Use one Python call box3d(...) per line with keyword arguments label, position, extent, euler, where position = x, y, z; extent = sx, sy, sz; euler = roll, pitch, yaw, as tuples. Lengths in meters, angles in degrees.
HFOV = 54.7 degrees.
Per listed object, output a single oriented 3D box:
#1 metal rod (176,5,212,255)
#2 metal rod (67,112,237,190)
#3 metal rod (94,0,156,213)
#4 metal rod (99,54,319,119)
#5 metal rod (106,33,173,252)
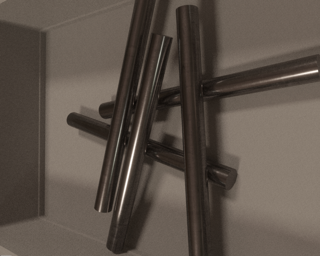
box3d(label="metal rod", position=(0.038, 0.017, 0.340), extent=(0.025, 0.025, 0.298), euler=(-5, 87, 39))
box3d(label="metal rod", position=(-0.034, 0.021, 0.432), extent=(0.300, 0.025, 0.025), euler=(18, 101, 38))
box3d(label="metal rod", position=(-0.048, -0.030, 0.409), extent=(0.025, 0.025, 0.298), euler=(21, 103, 38))
box3d(label="metal rod", position=(0.032, -0.041, 0.378), extent=(0.300, 0.025, 0.025), euler=(-7, 86, 39))
box3d(label="metal rod", position=(-0.031, 0.032, 0.396), extent=(0.025, 0.025, 0.298), euler=(28, 114, 36))
